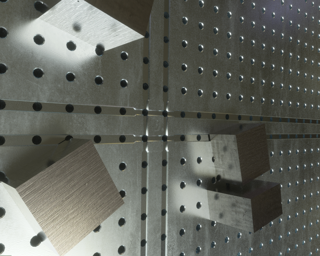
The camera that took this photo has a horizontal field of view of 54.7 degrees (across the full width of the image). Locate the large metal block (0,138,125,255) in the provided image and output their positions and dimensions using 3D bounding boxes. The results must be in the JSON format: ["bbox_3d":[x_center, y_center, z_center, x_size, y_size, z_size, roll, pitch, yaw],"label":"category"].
[{"bbox_3d":[-0.096,0.065,0.314,0.080,0.050,0.080,-37,113,-34],"label":"large metal block"}]

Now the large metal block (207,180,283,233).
[{"bbox_3d":[0.134,0.117,0.489,0.081,0.080,0.050,-12,98,-40],"label":"large metal block"}]

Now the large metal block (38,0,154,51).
[{"bbox_3d":[-0.065,-0.126,0.320,0.080,0.080,0.050,21,77,-39],"label":"large metal block"}]

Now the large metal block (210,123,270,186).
[{"bbox_3d":[0.132,0.040,0.507,0.081,0.050,0.079,-17,101,-39],"label":"large metal block"}]
